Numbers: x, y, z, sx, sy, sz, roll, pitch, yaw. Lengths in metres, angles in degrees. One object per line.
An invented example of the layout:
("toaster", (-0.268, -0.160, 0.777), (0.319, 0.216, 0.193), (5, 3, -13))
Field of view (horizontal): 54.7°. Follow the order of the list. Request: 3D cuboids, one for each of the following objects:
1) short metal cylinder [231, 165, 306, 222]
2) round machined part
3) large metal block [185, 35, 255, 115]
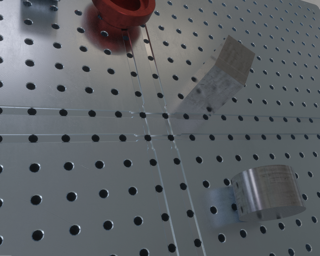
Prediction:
("short metal cylinder", (0.136, 0.085, 0.394), (0.081, 0.080, 0.050), (8, 59, -24))
("round machined part", (-0.060, -0.195, 0.484), (0.099, 0.042, 0.098), (14, 56, -21))
("large metal block", (0.092, -0.079, 0.471), (0.050, 0.080, 0.080), (34, 51, -7))
